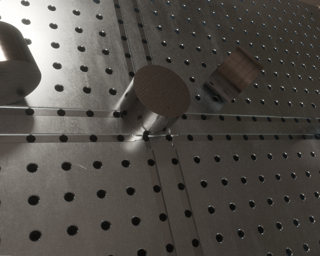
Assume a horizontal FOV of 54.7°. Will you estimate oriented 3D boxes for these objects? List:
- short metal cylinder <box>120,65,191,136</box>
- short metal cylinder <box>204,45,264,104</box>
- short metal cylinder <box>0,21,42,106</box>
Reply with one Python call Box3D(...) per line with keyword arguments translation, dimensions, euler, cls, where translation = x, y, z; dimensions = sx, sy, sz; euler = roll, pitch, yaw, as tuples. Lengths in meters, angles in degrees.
Box3D(translation=(-0.007, -0.037, 0.412), dimensions=(0.081, 0.050, 0.080), euler=(14, 56, -21), cls="short metal cylinder")
Box3D(translation=(0.116, -0.084, 0.489), dimensions=(0.050, 0.080, 0.080), euler=(43, 51, 1), cls="short metal cylinder")
Box3D(translation=(-0.172, -0.064, 0.319), dimensions=(0.081, 0.080, 0.050), euler=(-19, 72, -36), cls="short metal cylinder")
